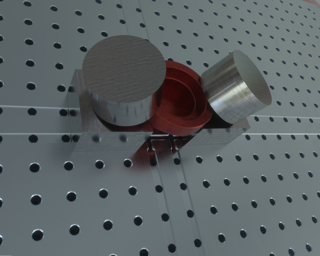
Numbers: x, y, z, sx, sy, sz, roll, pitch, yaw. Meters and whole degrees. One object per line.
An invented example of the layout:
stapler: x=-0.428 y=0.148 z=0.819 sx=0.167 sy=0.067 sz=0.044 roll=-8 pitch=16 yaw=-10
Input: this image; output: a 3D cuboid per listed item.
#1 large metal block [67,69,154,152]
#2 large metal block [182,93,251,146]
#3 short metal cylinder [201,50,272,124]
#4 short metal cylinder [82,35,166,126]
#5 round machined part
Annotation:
large metal block: x=-0.062 y=-0.019 z=0.370 sx=0.081 sy=0.050 sz=0.080 roll=1 pitch=62 yaw=-28
large metal block: x=0.070 y=-0.023 z=0.443 sx=0.081 sy=0.050 sz=0.080 roll=-1 pitch=62 yaw=-29
short metal cylinder: x=0.097 y=-0.052 z=0.395 sx=0.080 sy=0.050 sz=0.080 roll=31 pitch=42 yaw=-33
short metal cylinder: x=-0.036 y=-0.048 z=0.321 sx=0.081 sy=0.050 sz=0.080 roll=2 pitch=65 yaw=-4
round machined part: x=0.014 y=-0.033 z=0.387 sx=0.099 sy=0.042 sz=0.098 roll=14 pitch=56 yaw=-21
